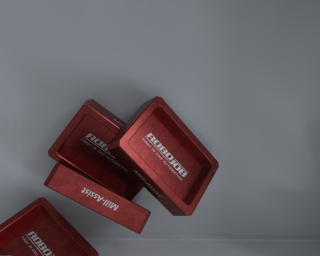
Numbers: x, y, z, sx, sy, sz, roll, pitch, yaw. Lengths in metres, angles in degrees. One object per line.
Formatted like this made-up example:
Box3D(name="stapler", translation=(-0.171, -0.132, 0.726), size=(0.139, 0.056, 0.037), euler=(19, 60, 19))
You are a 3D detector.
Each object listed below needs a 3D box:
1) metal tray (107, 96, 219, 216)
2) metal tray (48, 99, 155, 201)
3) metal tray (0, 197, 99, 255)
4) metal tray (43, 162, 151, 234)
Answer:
Box3D(name="metal tray", translation=(0.009, 0.036, 0.391), size=(0.130, 0.090, 0.030), euler=(48, 145, -15))
Box3D(name="metal tray", translation=(-0.070, 0.035, 0.420), size=(0.130, 0.030, 0.090), euler=(37, 106, -13))
Box3D(name="metal tray", translation=(-0.152, 0.160, 0.400), size=(0.130, 0.091, 0.030), euler=(32, 141, 29))
Box3D(name="metal tray", translation=(-0.084, 0.091, 0.408), size=(0.130, 0.090, 0.030), euler=(31, 73, -11))
